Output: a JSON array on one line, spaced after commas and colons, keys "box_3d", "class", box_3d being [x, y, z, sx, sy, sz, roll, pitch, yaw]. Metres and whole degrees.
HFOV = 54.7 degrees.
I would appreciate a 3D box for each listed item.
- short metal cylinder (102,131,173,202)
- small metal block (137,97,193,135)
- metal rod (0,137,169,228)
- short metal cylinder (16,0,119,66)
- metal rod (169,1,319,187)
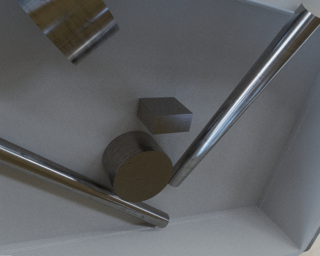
[{"box_3d": [-0.030, 0.051, 0.409, 0.081, 0.050, 0.079, -14, 125, -21], "class": "short metal cylinder"}, {"box_3d": [0.005, -0.017, 0.387, 0.050, 0.050, 0.025, -4, 121, -27], "class": "small metal block"}, {"box_3d": [-0.089, 0.083, 0.412, 0.025, 0.025, 0.301, -49, 129, 6], "class": "metal rod"}, {"box_3d": [-0.081, -0.101, 0.267, 0.050, 0.080, 0.080, -40, 130, -1], "class": "short metal cylinder"}, {"box_3d": [0.076, -0.010, 0.368, 0.025, 0.025, 0.298, -1, 144, -28], "class": "metal rod"}]
